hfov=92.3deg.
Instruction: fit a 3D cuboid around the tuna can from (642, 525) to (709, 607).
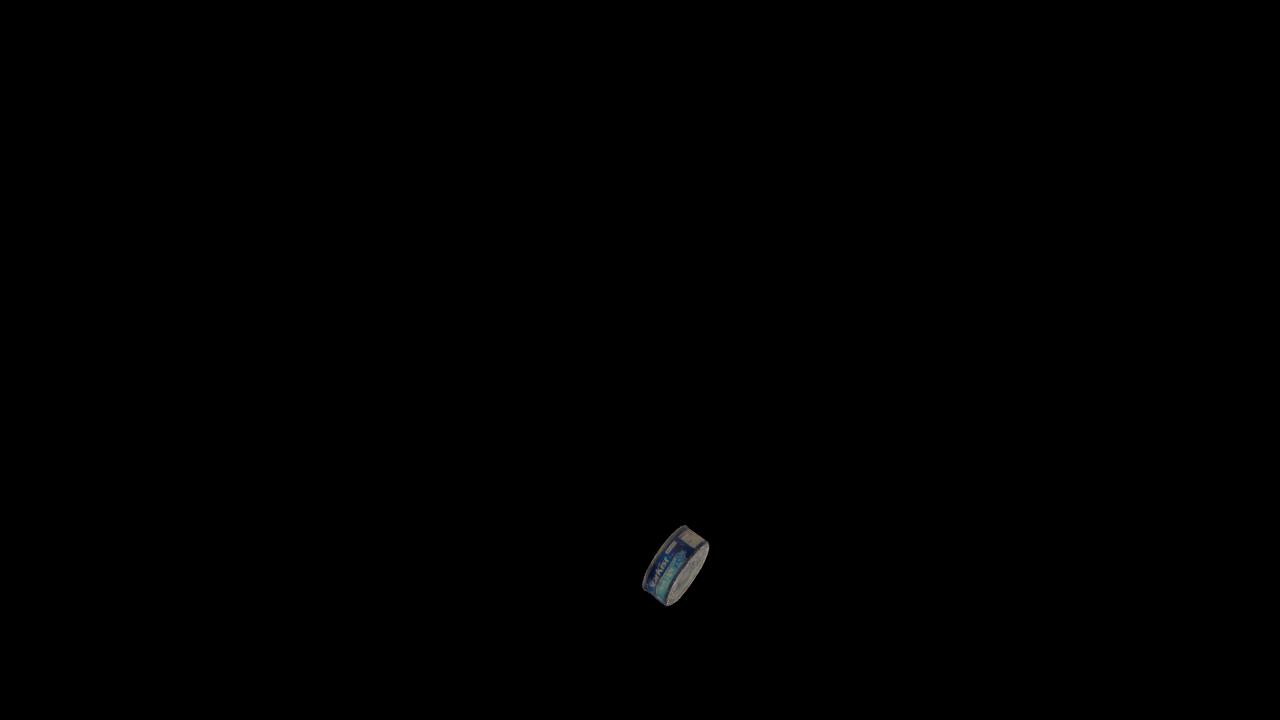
[{"bbox_3d":[0.041,0.228,0.681,0.034,0.084,0.084,31,15,26],"label":"tuna can"}]
